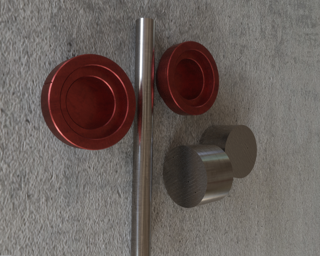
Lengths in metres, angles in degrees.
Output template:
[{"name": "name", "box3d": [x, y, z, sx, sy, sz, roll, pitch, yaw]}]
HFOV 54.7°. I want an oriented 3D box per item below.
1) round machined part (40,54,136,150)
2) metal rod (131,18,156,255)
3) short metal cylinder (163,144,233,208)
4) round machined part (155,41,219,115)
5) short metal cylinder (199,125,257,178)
[{"name": "round machined part", "box3d": [-0.078, -0.026, 0.330, 0.099, 0.042, 0.097, 0, 90, -40]}, {"name": "metal rod", "box3d": [-0.021, 0.015, 0.388, 0.025, 0.025, 0.298, 2, 89, -40]}, {"name": "short metal cylinder", "box3d": [0.049, 0.062, 0.413, 0.050, 0.080, 0.079, -1, 91, -40]}, {"name": "round machined part", "box3d": [0.033, -0.066, 0.423, 0.099, 0.042, 0.097, 0, 90, -40]}, {"name": "short metal cylinder", "box3d": [0.106, 0.035, 0.480, 0.081, 0.050, 0.079, 0, 90, -40]}]
